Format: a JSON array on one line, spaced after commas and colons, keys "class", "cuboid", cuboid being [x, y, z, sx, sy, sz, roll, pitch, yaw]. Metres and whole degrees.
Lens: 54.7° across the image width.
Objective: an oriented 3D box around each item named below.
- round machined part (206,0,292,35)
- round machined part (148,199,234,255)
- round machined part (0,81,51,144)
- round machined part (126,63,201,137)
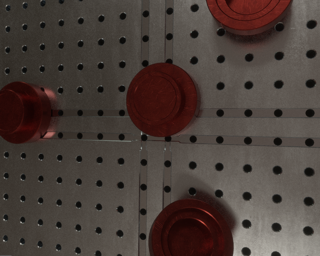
[{"class": "round machined part", "cuboid": [0.106, -0.158, 0.366, 0.098, 0.042, 0.097, 0, 90, 19]}, {"class": "round machined part", "cuboid": [0.034, 0.139, 0.373, 0.099, 0.042, 0.098, 7, 59, -11]}, {"class": "round machined part", "cuboid": [-0.223, -0.024, 0.480, 0.098, 0.042, 0.097, 0, 90, 19]}, {"class": "round machined part", "cuboid": [0.000, -0.037, 0.403, 0.098, 0.042, 0.097, 0, 90, 19]}]
